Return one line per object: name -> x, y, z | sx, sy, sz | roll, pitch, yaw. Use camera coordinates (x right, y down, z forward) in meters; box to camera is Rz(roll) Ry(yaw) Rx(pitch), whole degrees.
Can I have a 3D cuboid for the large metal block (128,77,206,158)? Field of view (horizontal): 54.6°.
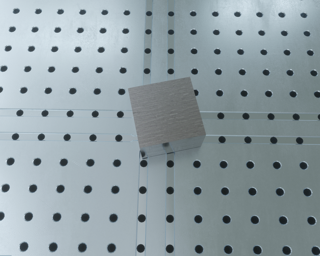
large metal block -> 0.007, -0.013, 0.402 | 0.080, 0.050, 0.080 | -11, 71, -4
